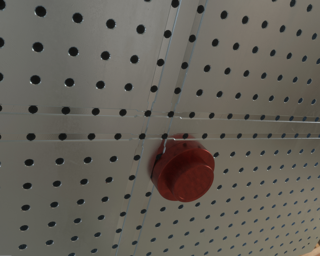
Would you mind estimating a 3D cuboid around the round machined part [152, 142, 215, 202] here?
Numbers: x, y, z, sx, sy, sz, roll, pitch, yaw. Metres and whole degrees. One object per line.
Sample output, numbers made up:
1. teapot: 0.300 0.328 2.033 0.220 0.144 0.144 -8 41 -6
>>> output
1. round machined part: 0.042 0.072 0.467 0.099 0.042 0.097 -14 124 -21
